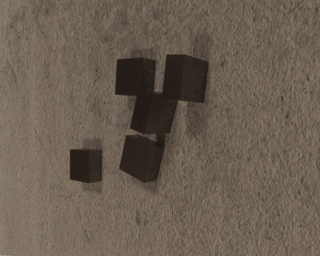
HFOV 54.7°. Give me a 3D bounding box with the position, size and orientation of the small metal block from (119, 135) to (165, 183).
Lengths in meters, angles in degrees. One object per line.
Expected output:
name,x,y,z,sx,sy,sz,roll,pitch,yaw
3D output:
small metal block,-0.025,0.041,0.424,0.050,0.025,0.050,21,103,37

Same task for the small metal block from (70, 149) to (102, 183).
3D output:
small metal block,-0.120,0.060,0.501,0.050,0.025,0.050,1,90,39

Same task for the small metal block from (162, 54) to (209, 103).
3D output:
small metal block,0.030,-0.056,0.362,0.025,0.050,0.050,10,96,39

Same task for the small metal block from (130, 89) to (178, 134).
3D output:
small metal block,-0.007,-0.020,0.392,0.025,0.050,0.050,21,103,38

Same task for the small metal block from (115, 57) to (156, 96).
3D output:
small metal block,-0.035,-0.070,0.432,0.050,0.025,0.050,7,94,39
